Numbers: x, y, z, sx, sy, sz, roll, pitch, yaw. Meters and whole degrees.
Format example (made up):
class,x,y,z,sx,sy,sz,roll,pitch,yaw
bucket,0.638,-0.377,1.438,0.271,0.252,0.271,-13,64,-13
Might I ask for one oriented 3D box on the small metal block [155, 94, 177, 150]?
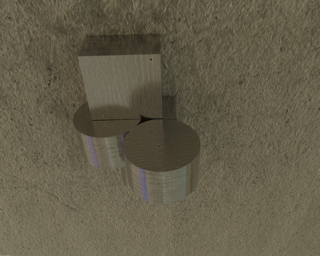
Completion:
class,x,y,z,sx,sy,sz,roll,pitch,yaw
small metal block,0.006,-0.008,0.389,0.025,0.050,0.050,1,130,-1

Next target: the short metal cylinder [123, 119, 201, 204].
class,x,y,z,sx,sy,sz,roll,pitch,yaw
short metal cylinder,0.003,0.034,0.337,0.080,0.080,0.050,-2,130,1

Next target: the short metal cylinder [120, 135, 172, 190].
class,x,y,z,sx,sy,sz,roll,pitch,yaw
short metal cylinder,-0.013,0.041,0.408,0.081,0.080,0.050,0,130,0

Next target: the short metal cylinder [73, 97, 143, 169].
class,x,y,z,sx,sy,sz,roll,pitch,yaw
short metal cylinder,-0.059,0.003,0.376,0.080,0.080,0.050,-2,130,1

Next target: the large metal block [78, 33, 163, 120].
class,x,y,z,sx,sy,sz,roll,pitch,yaw
large metal block,-0.039,-0.056,0.345,0.080,0.050,0.079,-2,130,1
